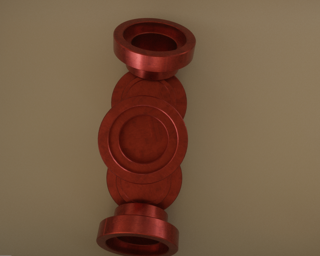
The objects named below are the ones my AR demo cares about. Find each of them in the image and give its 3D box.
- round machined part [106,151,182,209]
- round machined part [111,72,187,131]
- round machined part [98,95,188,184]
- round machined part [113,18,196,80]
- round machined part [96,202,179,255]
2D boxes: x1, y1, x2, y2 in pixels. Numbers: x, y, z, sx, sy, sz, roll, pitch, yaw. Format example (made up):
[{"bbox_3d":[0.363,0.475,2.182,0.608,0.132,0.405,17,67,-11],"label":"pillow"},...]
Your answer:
[{"bbox_3d":[-0.020,0.065,0.401,0.099,0.042,0.097,0,90,-1],"label":"round machined part"},{"bbox_3d":[-0.014,-0.033,0.401,0.099,0.042,0.097,0,90,-1],"label":"round machined part"},{"bbox_3d":[-0.018,0.013,0.358,0.099,0.042,0.097,0,90,-1],"label":"round machined part"},{"bbox_3d":[-0.008,-0.095,0.383,0.099,0.098,0.042,7,132,-1],"label":"round machined part"},{"bbox_3d":[-0.026,0.126,0.383,0.099,0.097,0.042,6,53,-1],"label":"round machined part"}]
